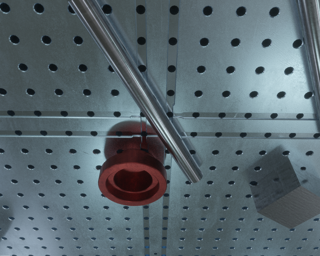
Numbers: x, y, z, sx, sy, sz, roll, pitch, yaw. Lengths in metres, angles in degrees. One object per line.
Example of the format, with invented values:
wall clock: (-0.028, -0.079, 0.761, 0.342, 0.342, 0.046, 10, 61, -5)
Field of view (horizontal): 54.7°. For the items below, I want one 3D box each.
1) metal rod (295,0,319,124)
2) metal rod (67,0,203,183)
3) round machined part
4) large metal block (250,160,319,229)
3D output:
metal rod: (0.174, -0.085, 0.340, 0.025, 0.025, 0.299, -21, 128, 16)
metal rod: (-0.013, -0.028, 0.387, 0.025, 0.025, 0.299, -21, 127, 17)
round machined part: (-0.039, 0.069, 0.459, 0.099, 0.042, 0.097, 0, 130, 0)
large metal block: (0.205, 0.107, 0.488, 0.080, 0.050, 0.080, 30, 124, -23)
